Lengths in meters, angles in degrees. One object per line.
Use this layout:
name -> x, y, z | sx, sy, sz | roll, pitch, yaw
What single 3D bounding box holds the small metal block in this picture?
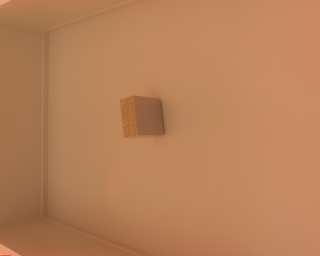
small metal block -> -0.023, -0.014, 0.406 | 0.025, 0.050, 0.050 | -11, 82, 40
